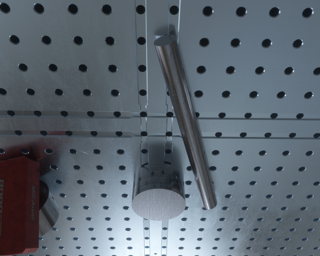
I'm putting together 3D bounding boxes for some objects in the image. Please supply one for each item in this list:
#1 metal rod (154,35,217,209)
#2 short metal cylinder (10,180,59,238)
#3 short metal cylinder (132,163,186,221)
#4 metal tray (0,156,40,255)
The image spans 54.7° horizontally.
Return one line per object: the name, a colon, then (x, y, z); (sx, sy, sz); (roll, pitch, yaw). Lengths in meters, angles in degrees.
metal rod: (0.044, 0.016, 0.425); (0.025, 0.025, 0.299); (-12, 130, 10)
short metal cylinder: (-0.205, 0.126, 0.481); (0.080, 0.080, 0.050); (-5, 130, 4)
short metal cylinder: (-0.002, 0.099, 0.480); (0.081, 0.050, 0.079); (0, 130, 0)
metal tray: (-0.220, 0.112, 0.437); (0.090, 0.130, 0.030); (-11, 159, 9)
